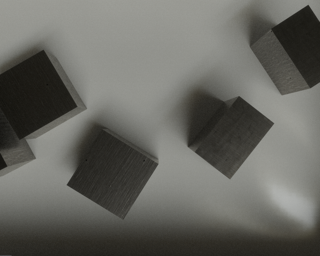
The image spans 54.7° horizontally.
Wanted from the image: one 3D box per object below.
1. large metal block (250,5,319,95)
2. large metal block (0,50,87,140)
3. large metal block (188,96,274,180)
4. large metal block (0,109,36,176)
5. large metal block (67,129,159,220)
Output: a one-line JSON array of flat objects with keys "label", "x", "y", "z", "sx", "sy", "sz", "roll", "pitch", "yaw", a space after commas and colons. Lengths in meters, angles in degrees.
[{"label": "large metal block", "x": 0.167, "y": -0.091, "z": 0.386, "sx": 0.050, "sy": 0.080, "sz": 0.080, "roll": -34, "pitch": 90, "yaw": 0}, {"label": "large metal block", "x": -0.154, "y": -0.040, "z": 0.397, "sx": 0.080, "sy": 0.050, "sz": 0.080, "roll": -30, "pitch": 90, "yaw": 0}, {"label": "large metal block", "x": 0.083, "y": 0.011, "z": 0.385, "sx": 0.050, "sy": 0.080, "sz": 0.080, "roll": 38, "pitch": 90, "yaw": -1}, {"label": "large metal block", "x": -0.210, "y": 0.019, "z": 0.381, "sx": 0.050, "sy": 0.080, "sz": 0.080, "roll": -28, "pitch": 90, "yaw": 0}, {"label": "large metal block", "x": -0.057, "y": 0.056, "z": 0.398, "sx": 0.080, "sy": 0.050, "sz": 0.080, "roll": 32, "pitch": 90, "yaw": -1}]
